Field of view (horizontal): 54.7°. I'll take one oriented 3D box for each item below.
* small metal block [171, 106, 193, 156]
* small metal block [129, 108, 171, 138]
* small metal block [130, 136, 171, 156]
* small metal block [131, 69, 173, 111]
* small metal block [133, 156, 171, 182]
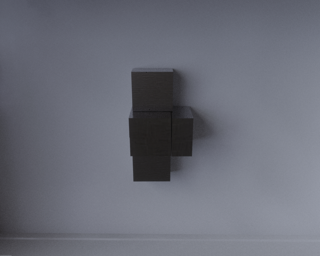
[{"bbox_3d":[0.027,0.003,0.397,0.025,0.050,0.050,0,110,0],"label":"small metal block"},{"bbox_3d":[-0.012,-0.009,0.393,0.050,0.050,0.025,0,110,0],"label":"small metal block"},{"bbox_3d":[-0.011,0.014,0.401,0.050,0.050,0.025,0,110,0],"label":"small metal block"},{"bbox_3d":[-0.009,-0.048,0.391,0.050,0.025,0.050,0,110,0],"label":"small metal block"},{"bbox_3d":[-0.011,0.045,0.426,0.050,0.025,0.050,0,110,0],"label":"small metal block"}]
